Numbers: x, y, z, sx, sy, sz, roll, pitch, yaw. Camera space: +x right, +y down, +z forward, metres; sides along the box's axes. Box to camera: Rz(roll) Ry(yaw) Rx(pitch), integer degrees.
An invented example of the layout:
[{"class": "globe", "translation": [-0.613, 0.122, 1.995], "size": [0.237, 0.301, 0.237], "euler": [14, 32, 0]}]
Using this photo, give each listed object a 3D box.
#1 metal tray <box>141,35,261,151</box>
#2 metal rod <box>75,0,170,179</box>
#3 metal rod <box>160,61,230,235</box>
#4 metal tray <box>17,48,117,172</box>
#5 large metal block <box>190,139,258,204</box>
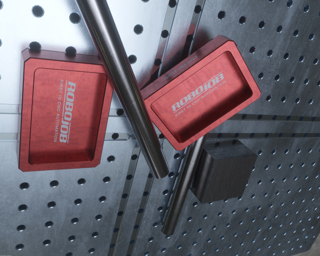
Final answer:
[{"class": "metal tray", "translation": [0.049, -0.041, 0.387], "size": [0.130, 0.030, 0.090], "euler": [-35, 120, 6]}, {"class": "metal rod", "translation": [-0.038, -0.049, 0.322], "size": [0.025, 0.025, 0.299], "euler": [-29, 131, -11]}, {"class": "metal rod", "translation": [0.047, 0.043, 0.465], "size": [0.025, 0.025, 0.298], "euler": [0, 119, -29]}, {"class": "metal tray", "translation": [-0.105, -0.015, 0.341], "size": [0.091, 0.030, 0.129], "euler": [0, 119, -29]}, {"class": "large metal block", "translation": [0.096, 0.067, 0.491], "size": [0.081, 0.050, 0.079], "euler": [-3, 120, -28]}]
